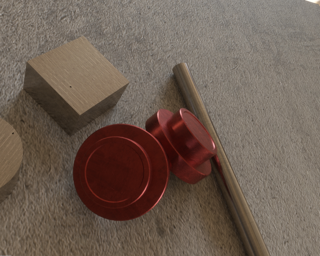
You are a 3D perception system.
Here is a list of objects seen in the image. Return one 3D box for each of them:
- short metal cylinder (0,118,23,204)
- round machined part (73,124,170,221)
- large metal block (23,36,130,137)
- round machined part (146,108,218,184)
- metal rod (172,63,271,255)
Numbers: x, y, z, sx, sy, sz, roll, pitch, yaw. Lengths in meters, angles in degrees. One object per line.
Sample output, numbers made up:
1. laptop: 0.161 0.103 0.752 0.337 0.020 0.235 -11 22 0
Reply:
1. short metal cylinder: -0.169 0.031 0.278 0.081 0.050 0.080 14 56 -21
2. round machined part: -0.041 0.044 0.311 0.099 0.042 0.097 -1 83 6
3. large metal block: -0.098 -0.051 0.366 0.080 0.050 0.080 45 51 3
4. round machined part: 0.031 0.015 0.372 0.098 0.042 0.098 43 21 -21
5. metal rod: 0.078 0.038 0.422 0.025 0.025 0.299 -6 65 -31
